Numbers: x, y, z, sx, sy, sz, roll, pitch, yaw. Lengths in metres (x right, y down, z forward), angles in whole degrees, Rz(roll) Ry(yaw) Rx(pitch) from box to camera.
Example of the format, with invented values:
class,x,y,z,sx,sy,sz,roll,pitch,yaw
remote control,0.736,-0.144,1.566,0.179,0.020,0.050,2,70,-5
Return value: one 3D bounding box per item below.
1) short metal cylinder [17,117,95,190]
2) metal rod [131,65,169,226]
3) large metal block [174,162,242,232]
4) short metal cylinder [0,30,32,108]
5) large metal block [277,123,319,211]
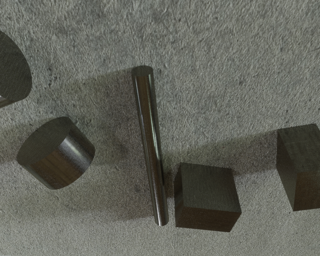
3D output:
class,x,y,z,sx,sy,sz,roll,pitch,yaw
short metal cylinder,-0.132,0.031,0.396,0.080,0.080,0.050,-21,127,17
metal rod,-0.008,0.048,0.448,0.025,0.025,0.298,-4,130,3
large metal block,0.066,0.101,0.458,0.081,0.080,0.050,8,130,-7
short metal cylinder,-0.181,-0.058,0.320,0.050,0.080,0.080,-18,128,15
large metal block,0.195,0.053,0.418,0.050,0.080,0.080,-9,130,8
